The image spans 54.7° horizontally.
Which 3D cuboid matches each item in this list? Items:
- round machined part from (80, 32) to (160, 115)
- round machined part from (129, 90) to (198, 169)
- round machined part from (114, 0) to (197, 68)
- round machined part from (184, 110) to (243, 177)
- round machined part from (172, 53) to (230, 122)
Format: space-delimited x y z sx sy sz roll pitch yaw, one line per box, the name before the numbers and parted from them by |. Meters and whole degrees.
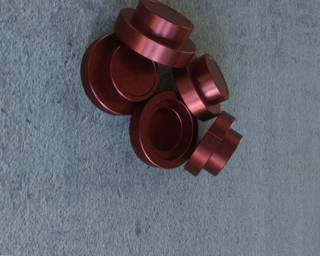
round machined part | -0.040 -0.064 0.365 0.099 0.042 0.097 0 90 -40
round machined part | 0.000 0.002 0.397 0.099 0.042 0.097 0 90 -40
round machined part | 0.000 -0.115 0.359 0.099 0.098 0.042 1 131 -40
round machined part | 0.078 0.028 0.427 0.042 0.098 0.098 34 62 9
round machined part | 0.060 -0.061 0.419 0.098 0.042 0.098 44 33 -38
